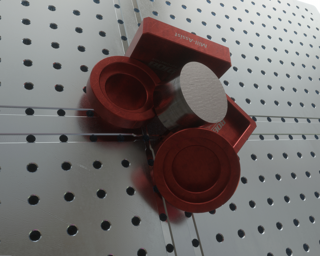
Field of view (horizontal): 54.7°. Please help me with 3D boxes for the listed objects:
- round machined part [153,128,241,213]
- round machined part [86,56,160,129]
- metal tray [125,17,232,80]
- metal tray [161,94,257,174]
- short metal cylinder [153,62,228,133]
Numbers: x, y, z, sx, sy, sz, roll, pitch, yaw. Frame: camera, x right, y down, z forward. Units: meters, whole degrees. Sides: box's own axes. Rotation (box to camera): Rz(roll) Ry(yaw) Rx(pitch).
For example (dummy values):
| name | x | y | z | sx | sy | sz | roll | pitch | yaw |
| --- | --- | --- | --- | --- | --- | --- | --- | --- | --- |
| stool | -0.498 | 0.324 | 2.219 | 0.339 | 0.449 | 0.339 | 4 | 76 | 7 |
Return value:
| name | x | y | z | sx | sy | sz | roll | pitch | yaw |
| --- | --- | --- | --- | --- | --- | --- | --- | --- | --- |
| round machined part | 0.043 | 0.048 | 0.371 | 0.099 | 0.042 | 0.097 | 0 | 92 | 5 |
| round machined part | -0.046 | -0.041 | 0.399 | 0.099 | 0.042 | 0.098 | 14 | 56 | -21 |
| metal tray | 0.022 | -0.093 | 0.436 | 0.131 | 0.090 | 0.030 | 14 | 56 | -21 |
| metal tray | 0.074 | 0.004 | 0.444 | 0.090 | 0.030 | 0.131 | 45 | 51 | 3 |
| short metal cylinder | 0.038 | -0.035 | 0.388 | 0.081 | 0.050 | 0.080 | 18 | 60 | -34 |
